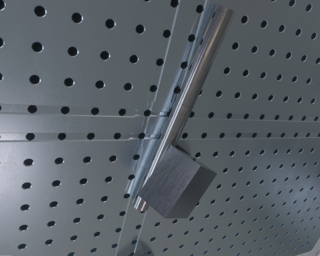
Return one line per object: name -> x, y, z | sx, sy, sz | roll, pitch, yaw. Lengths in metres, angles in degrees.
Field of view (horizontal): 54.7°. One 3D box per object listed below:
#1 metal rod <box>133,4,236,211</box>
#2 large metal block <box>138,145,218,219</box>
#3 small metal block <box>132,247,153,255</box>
metal rod -> 0.024, -0.012, 0.416 | 0.025, 0.025, 0.298 | 9, 114, -33
large metal block -> 0.028, 0.078, 0.434 | 0.080, 0.050, 0.080 | -56, 151, 1
small metal block -> -0.034, 0.245, 0.544 | 0.050, 0.025, 0.050 | -38, 129, -3
